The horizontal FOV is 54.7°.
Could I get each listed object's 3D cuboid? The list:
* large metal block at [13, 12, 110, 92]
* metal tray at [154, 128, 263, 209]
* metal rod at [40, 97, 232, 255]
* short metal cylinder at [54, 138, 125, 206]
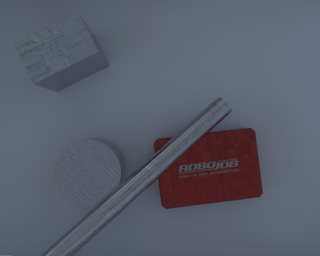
[{"bbox_3d":[-0.116,-0.089,0.382,0.080,0.080,0.050,-27,90,0],"label":"large metal block"},{"bbox_3d":[0.062,0.052,0.410,0.131,0.030,0.089,-7,90,-1],"label":"metal tray"},{"bbox_3d":[-0.031,0.069,0.368,0.301,0.025,0.025,-41,90,-8],"label":"metal rod"},{"bbox_3d":[-0.087,0.054,0.398,0.081,0.050,0.079,0,90,-1],"label":"short metal cylinder"}]
